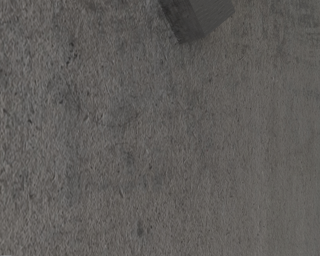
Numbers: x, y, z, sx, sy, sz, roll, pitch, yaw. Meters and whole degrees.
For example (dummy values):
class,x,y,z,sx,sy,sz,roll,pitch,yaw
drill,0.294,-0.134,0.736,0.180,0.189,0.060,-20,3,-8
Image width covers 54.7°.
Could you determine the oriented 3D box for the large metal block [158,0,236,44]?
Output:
class,x,y,z,sx,sy,sz,roll,pitch,yaw
large metal block,0.050,-0.175,0.430,0.080,0.050,0.080,-45,117,-31
